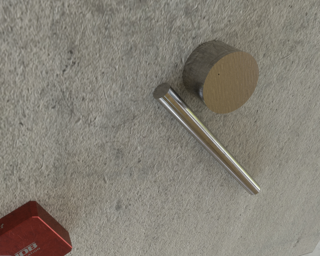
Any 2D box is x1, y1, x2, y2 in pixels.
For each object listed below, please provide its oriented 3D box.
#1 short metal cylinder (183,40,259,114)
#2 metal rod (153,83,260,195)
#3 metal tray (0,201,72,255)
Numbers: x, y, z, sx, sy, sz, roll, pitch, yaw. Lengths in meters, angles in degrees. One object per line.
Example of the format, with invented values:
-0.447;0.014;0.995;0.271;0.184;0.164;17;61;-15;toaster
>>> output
0.076;-0.065;0.392;0.081;0.050;0.079;-14;124;-21;short metal cylinder
0.087;0.033;0.474;0.025;0.025;0.300;-45;129;3;metal rod
-0.194;0.161;0.397;0.131;0.030;0.090;-31;129;-8;metal tray
